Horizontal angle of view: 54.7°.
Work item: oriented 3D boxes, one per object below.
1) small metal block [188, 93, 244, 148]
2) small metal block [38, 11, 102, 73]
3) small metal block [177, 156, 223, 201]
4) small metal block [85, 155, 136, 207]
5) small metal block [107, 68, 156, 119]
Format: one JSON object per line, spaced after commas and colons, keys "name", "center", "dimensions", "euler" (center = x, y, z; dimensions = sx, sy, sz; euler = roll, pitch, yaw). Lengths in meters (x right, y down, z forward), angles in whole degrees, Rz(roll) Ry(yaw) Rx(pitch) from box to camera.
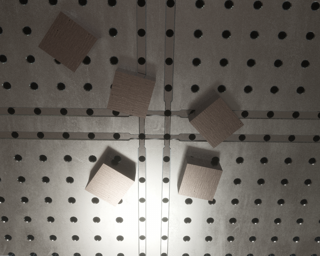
{"name": "small metal block", "center": [0.073, -0.010, 0.411], "dimensions": [0.050, 0.025, 0.050], "euler": [-40, 106, 13]}
{"name": "small metal block", "center": [-0.108, -0.104, 0.374], "dimensions": [0.050, 0.025, 0.050], "euler": [36, 106, -13]}
{"name": "small metal block", "center": [0.056, 0.072, 0.441], "dimensions": [0.050, 0.025, 0.050], "euler": [12, 110, -5]}
{"name": "small metal block", "center": [-0.070, 0.076, 0.440], "dimensions": [0.050, 0.025, 0.050], "euler": [33, 106, -12]}
{"name": "small metal block", "center": [-0.036, -0.045, 0.396], "dimensions": [0.050, 0.025, 0.050], "euler": [15, 109, -6]}
